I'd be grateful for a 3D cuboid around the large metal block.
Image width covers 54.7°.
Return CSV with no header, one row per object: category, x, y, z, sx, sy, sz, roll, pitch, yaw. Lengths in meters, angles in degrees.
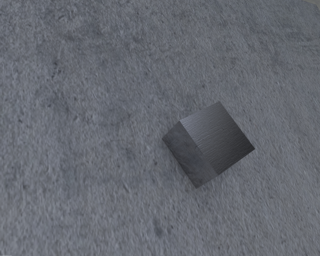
large metal block,0.064,0.021,0.411,0.081,0.050,0.080,-26,76,-37
